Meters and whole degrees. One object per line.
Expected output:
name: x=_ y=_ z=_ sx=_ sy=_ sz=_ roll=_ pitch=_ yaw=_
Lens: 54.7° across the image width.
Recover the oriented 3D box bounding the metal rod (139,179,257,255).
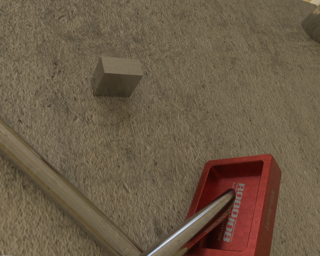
metal rod: x=0.023 y=0.113 z=0.316 sx=0.302 sy=0.025 sz=0.025 roll=-23 pitch=75 yaw=-39

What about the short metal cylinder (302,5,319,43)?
short metal cylinder: x=0.400 y=-0.256 z=0.764 sx=0.081 sy=0.050 sz=0.080 roll=14 pitch=56 yaw=-21

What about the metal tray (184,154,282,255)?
metal tray: x=0.080 y=0.091 z=0.349 sx=0.030 sy=0.090 sz=0.130 roll=53 pitch=45 yaw=-28

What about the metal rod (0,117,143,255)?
metal rod: x=-0.095 y=0.068 z=0.311 sx=0.300 sy=0.025 sz=0.025 roll=43 pitch=51 yaw=1

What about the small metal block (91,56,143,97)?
small metal block: x=-0.056 y=-0.064 z=0.398 sx=0.050 sy=0.050 sz=0.025 roll=-1 pitch=63 yaw=-29
